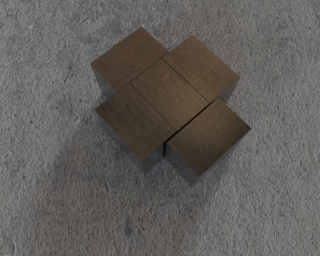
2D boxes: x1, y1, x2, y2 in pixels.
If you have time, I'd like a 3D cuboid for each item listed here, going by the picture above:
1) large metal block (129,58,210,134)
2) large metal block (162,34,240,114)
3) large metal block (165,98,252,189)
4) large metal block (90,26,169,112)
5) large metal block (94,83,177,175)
[{"bbox_3d":[0.010,-0.027,0.390,0.050,0.080,0.080,-41,75,-13],"label":"large metal block"},{"bbox_3d":[0.048,-0.058,0.403,0.050,0.080,0.080,-41,75,-13],"label":"large metal block"},{"bbox_3d":[0.054,0.022,0.373,0.080,0.080,0.050,-40,75,-13],"label":"large metal block"},{"bbox_3d":[-0.036,-0.070,0.406,0.080,0.080,0.050,-40,75,-13],"label":"large metal block"},{"bbox_3d":[-0.028,0.005,0.379,0.050,0.080,0.080,-41,75,-13],"label":"large metal block"}]
